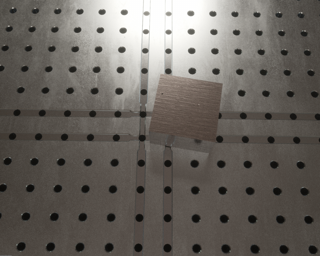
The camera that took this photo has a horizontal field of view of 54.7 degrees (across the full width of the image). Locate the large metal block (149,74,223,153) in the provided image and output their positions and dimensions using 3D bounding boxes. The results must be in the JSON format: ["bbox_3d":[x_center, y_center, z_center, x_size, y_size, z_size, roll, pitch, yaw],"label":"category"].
[{"bbox_3d":[0.033,-0.018,0.405,0.080,0.050,0.080,10,70,3],"label":"large metal block"}]
